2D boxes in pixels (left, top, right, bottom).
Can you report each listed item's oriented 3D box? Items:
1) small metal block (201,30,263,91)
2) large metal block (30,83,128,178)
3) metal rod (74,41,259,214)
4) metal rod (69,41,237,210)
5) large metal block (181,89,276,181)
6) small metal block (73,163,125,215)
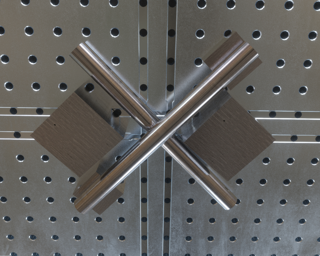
[{"bbox_3d":[0.088,-0.084,0.384,0.050,0.025,0.050,-42,105,14],"label":"small metal block"},{"bbox_3d":[-0.101,0.002,0.400,0.080,0.050,0.080,-41,105,13],"label":"large metal block"},{"bbox_3d":[-0.002,0.009,0.389,0.299,0.025,0.025,-43,105,14],"label":"metal rod"},{"bbox_3d":[0.001,0.007,0.415,0.025,0.025,0.300,-41,105,13],"label":"metal rod"},{"bbox_3d":[0.086,0.008,0.404,0.080,0.050,0.080,41,105,-14],"label":"large metal block"},{"bbox_3d":[-0.087,0.088,0.445,0.050,0.025,0.050,43,104,-14],"label":"small metal block"}]
